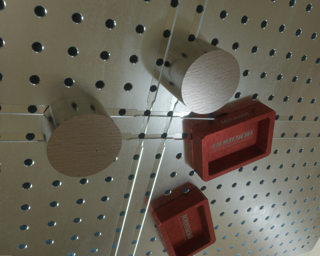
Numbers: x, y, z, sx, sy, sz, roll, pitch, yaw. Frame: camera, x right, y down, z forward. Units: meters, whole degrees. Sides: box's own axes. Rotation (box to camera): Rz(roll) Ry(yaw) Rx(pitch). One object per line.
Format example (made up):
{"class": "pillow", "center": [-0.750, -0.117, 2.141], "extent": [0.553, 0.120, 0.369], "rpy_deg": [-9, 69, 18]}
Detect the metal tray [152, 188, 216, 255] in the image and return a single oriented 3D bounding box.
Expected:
{"class": "metal tray", "center": [0.046, 0.174, 0.540], "extent": [0.091, 0.030, 0.129], "rpy_deg": [-26, 128, -13]}

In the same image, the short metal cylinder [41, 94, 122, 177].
{"class": "short metal cylinder", "center": [-0.090, 0.008, 0.351], "extent": [0.081, 0.050, 0.079], "rpy_deg": [-14, 124, -21]}

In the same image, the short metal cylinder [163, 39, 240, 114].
{"class": "short metal cylinder", "center": [0.050, -0.064, 0.383], "extent": [0.081, 0.050, 0.079], "rpy_deg": [-14, 124, -21]}

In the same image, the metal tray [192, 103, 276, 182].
{"class": "metal tray", "center": [0.116, 0.022, 0.484], "extent": [0.131, 0.030, 0.089], "rpy_deg": [-19, 126, -18]}
